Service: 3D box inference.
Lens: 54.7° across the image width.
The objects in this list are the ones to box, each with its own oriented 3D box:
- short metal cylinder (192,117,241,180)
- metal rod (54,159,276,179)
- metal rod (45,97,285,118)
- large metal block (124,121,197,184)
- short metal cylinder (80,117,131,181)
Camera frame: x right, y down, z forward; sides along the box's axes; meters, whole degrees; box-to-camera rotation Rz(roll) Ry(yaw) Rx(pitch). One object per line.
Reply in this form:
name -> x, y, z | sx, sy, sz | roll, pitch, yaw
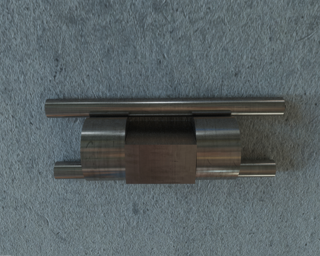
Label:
short metal cylinder -> 0.067, 0.025, 0.391 | 0.050, 0.080, 0.079 | -1, 110, 0
metal rod -> 0.007, 0.058, 0.432 | 0.302, 0.025, 0.025 | -1, 110, 0
metal rod -> 0.007, -0.027, 0.401 | 0.302, 0.025, 0.025 | -1, 110, 0
large metal block -> 0.001, 0.028, 0.389 | 0.081, 0.080, 0.050 | 0, 110, 0
short metal cylinder -> -0.065, 0.026, 0.390 | 0.050, 0.080, 0.079 | -1, 110, 0
